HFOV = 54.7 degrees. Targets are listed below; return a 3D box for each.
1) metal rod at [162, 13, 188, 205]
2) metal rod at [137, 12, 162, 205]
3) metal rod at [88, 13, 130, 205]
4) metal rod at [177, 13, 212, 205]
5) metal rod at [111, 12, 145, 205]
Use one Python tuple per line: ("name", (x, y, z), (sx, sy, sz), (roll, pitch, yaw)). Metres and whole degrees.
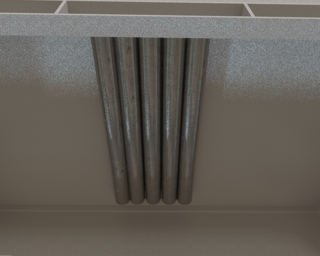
("metal rod", (0.015, 0.002, 0.409), (0.025, 0.025, 0.298), (0, 130, 0))
("metal rod", (-0.011, 0.001, 0.408), (0.025, 0.025, 0.298), (0, 130, 0))
("metal rod", (-0.060, 0.002, 0.408), (0.025, 0.025, 0.298), (0, 130, 0))
("metal rod", (0.040, 0.002, 0.409), (0.025, 0.025, 0.298), (0, 130, 0))
("metal rod", (-0.036, 0.001, 0.408), (0.025, 0.025, 0.298), (0, 130, 0))
